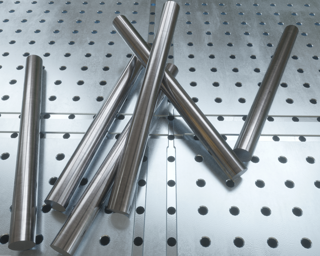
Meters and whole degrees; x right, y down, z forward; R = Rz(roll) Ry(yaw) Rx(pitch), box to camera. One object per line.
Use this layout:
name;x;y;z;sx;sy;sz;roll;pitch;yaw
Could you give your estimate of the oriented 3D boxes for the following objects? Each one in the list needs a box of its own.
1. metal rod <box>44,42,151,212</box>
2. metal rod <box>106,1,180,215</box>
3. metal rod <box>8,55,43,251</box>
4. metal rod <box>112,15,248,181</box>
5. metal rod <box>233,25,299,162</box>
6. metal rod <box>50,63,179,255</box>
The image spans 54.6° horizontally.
metal rod;-0.069;-0.025;0.428;0.025;0.025;0.300;13;51;11
metal rod;-0.014;-0.043;0.394;0.025;0.025;0.300;10;66;8
metal rod;-0.169;0.005;0.402;0.025;0.025;0.300;-9;51;-8
metal rod;0.014;-0.056;0.426;0.025;0.025;0.299;-25;63;-20
metal rod;0.167;-0.070;0.467;0.025;0.025;0.301;21;53;17
metal rod;-0.040;0.015;0.394;0.025;0.025;0.301;18;52;14
